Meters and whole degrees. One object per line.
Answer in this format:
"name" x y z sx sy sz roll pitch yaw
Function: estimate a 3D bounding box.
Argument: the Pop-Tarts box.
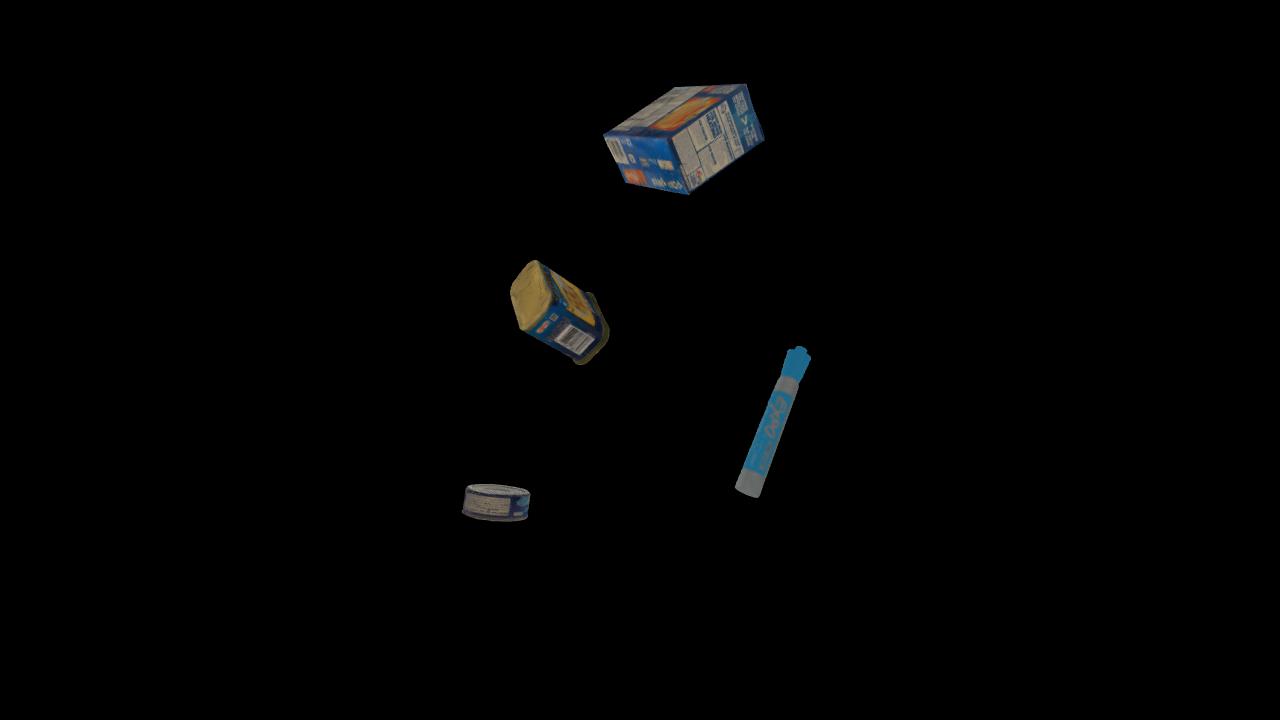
"Pop-Tarts box" 0.057 -0.307 0.848 0.141 0.083 0.167 -39 36 -14

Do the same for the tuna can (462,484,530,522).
"tuna can" -0.184 0.183 0.793 0.084 0.034 0.084 7 -5 1

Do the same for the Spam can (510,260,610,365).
"Spam can" -0.091 -0.054 0.682 0.085 0.058 0.101 32 20 -39

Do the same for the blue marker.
"blue marker" 0.101 0.043 0.460 0.020 0.121 0.020 23 -17 7
